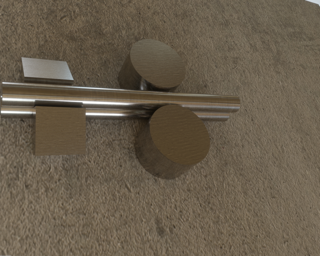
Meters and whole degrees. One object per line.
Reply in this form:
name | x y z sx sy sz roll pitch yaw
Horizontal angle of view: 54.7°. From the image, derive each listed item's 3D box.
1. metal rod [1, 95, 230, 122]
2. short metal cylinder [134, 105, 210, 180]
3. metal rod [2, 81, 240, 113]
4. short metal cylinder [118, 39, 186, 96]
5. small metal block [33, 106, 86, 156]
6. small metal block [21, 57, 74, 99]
metal rod | -0.035 -0.022 0.400 0.303 0.025 0.025 0 62 -28
short metal cylinder | 0.014 0.018 0.386 0.081 0.050 0.080 14 56 -21
metal rod | -0.025 -0.035 0.381 0.303 0.025 0.025 0 62 -28
short metal cylinder | -0.012 -0.075 0.428 0.081 0.050 0.080 14 56 -21
small metal block | -0.108 0.003 0.332 0.050 0.025 0.050 1 88 -29
small metal block | -0.131 -0.057 0.357 0.050 0.025 0.050 0 35 -28
